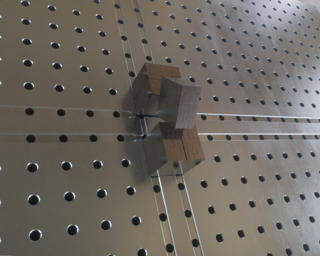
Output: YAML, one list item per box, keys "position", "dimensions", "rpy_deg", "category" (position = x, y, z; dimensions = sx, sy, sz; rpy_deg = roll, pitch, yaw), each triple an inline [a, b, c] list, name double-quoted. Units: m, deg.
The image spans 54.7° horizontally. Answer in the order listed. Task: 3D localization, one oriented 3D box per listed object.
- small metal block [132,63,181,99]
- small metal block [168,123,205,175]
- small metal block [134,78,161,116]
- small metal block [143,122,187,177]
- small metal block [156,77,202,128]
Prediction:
- position: [-0.005, -0.062, 0.428]
  dimensions: [0.050, 0.050, 0.025]
  rpy_deg: [2, 61, -28]
  category: "small metal block"
- position: [0.027, 0.026, 0.391]
  dimensions: [0.025, 0.050, 0.050]
  rpy_deg: [1, 61, -28]
  category: "small metal block"
- position: [0.000, -0.039, 0.417]
  dimensions: [0.050, 0.050, 0.025]
  rpy_deg: [2, 61, -28]
  category: "small metal block"
- position: [0.004, 0.027, 0.379]
  dimensions: [0.025, 0.050, 0.050]
  rpy_deg: [1, 61, -28]
  category: "small metal block"
- position: [0.021, -0.031, 0.371]
  dimensions: [0.025, 0.050, 0.050]
  rpy_deg: [0, 19, -28]
  category: "small metal block"
